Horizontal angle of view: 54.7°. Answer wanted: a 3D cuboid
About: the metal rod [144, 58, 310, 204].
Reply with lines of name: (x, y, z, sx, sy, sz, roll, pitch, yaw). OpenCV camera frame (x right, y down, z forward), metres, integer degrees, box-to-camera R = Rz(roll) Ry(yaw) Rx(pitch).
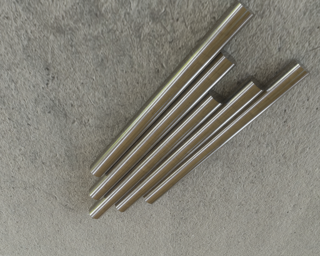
metal rod: (0.072, 0.021, 0.427, 0.025, 0.025, 0.299, 29, 124, -23)

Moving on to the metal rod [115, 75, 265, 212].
metal rod: (0.025, 0.038, 0.441, 0.025, 0.025, 0.299, 29, 124, -23)

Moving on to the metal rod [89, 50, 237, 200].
metal rod: (-0.013, 0.013, 0.419, 0.025, 0.025, 0.299, 29, 124, -23)

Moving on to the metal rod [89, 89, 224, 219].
metal rod: (-0.021, 0.053, 0.454, 0.025, 0.025, 0.299, 29, 124, -23)

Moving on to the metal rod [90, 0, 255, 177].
metal rod: (-0.004, -0.029, 0.384, 0.025, 0.025, 0.299, 29, 124, -23)
